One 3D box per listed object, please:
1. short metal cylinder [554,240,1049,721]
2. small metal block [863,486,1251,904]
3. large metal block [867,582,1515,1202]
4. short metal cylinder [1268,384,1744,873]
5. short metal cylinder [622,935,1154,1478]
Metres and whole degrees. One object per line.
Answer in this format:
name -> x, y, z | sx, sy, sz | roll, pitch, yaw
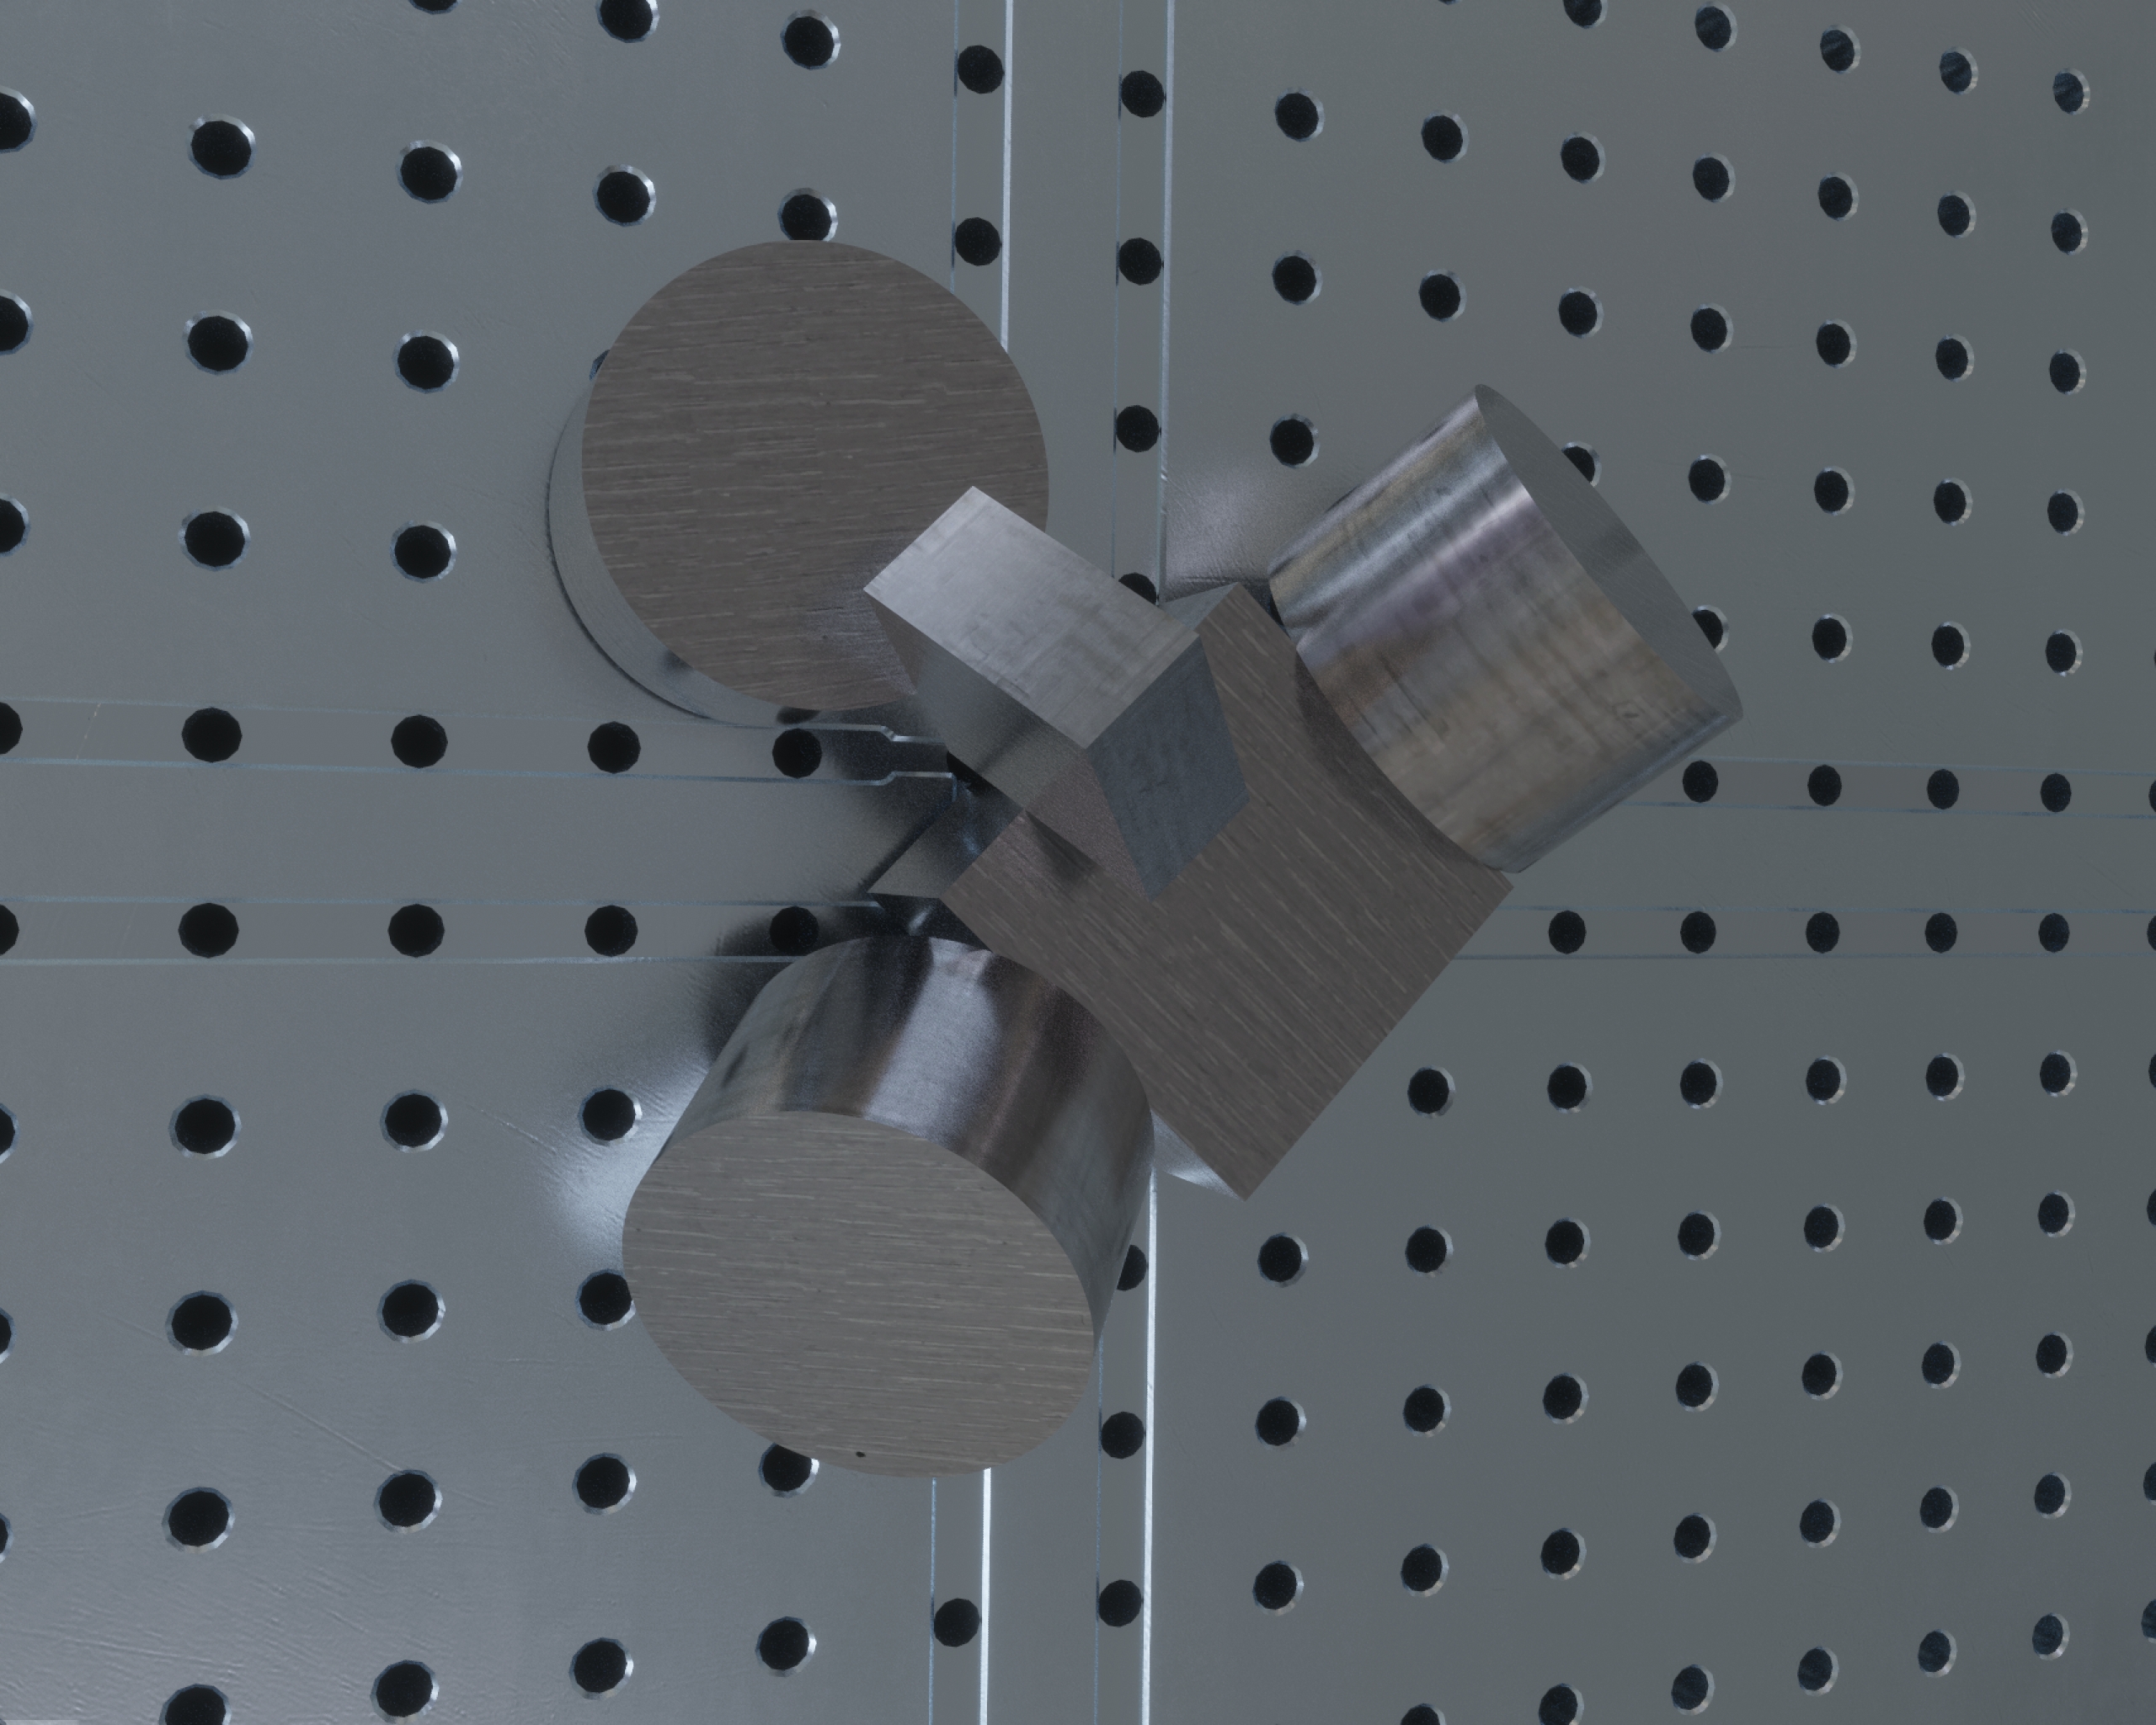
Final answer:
short metal cylinder -> -0.052, -0.066, 0.377 | 0.081, 0.050, 0.079 | 0, 90, -20
small metal block -> -0.002, -0.027, 0.342 | 0.050, 0.050, 0.025 | 37, 76, 28
large metal block -> 0.021, 0.005, 0.401 | 0.080, 0.050, 0.080 | 46, 76, -14
short metal cylinder -> 0.082, -0.045, 0.402 | 0.050, 0.080, 0.080 | -38, 106, 24
short metal cylinder -> -0.031, 0.060, 0.362 | 0.080, 0.050, 0.079 | 7, 122, 11
